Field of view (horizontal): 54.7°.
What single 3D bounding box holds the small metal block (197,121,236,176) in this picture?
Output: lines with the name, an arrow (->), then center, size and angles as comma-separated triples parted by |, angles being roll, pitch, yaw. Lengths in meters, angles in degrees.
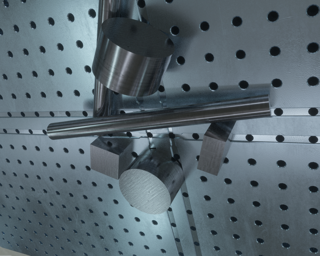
small metal block -> 0.068, 0.020, 0.372 | 0.025, 0.050, 0.050 | 18, 126, 17

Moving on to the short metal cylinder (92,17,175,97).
short metal cylinder -> -0.030, -0.079, 0.343 | 0.080, 0.080, 0.050 | 31, 129, 8

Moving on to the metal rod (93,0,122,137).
metal rod -> -0.063, -0.114, 0.374 | 0.025, 0.025, 0.298 | 23, 127, 14

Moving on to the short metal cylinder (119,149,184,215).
short metal cylinder -> -0.012, 0.078, 0.449 | 0.080, 0.050, 0.079 | 13, 124, 21

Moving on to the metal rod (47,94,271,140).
metal rod -> -0.019, -0.010, 0.393 | 0.301, 0.025, 0.025 | -6, 116, 23

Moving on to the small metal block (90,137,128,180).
small metal block -> -0.080, 0.047, 0.482 | 0.050, 0.025, 0.050 | 19, 126, 17
